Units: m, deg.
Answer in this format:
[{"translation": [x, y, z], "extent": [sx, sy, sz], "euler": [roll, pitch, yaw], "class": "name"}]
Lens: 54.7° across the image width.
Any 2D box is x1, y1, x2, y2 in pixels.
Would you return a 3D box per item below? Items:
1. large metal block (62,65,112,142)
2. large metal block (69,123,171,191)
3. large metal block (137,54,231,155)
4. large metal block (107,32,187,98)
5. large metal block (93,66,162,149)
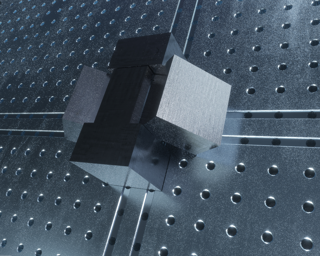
[{"translation": [-0.094, -0.025, 0.428], "extent": [0.050, 0.080, 0.080], "euler": [18, 66, -7], "class": "large metal block"}, {"translation": [-0.045, 0.035, 0.372], "extent": [0.080, 0.080, 0.050], "euler": [1, 63, 28], "class": "large metal block"}, {"translation": [0.030, -0.024, 0.360], "extent": [0.050, 0.080, 0.080], "euler": [-32, 38, 58], "class": "large metal block"}, {"translation": [-0.010, -0.079, 0.424], "extent": [0.080, 0.080, 0.050], "euler": [1, 63, 28], "class": "large metal block"}, {"translation": [-0.030, -0.021, 0.399], "extent": [0.050, 0.080, 0.080], "euler": [1, 62, 28], "class": "large metal block"}]
